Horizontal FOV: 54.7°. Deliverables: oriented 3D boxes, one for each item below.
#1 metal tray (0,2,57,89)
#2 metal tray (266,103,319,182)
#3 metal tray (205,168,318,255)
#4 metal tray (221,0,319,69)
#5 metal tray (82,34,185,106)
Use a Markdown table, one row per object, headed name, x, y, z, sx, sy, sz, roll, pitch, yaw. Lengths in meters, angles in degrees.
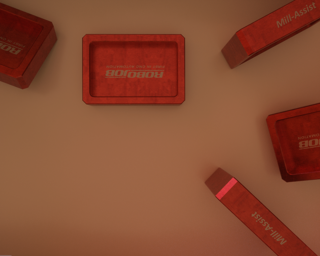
| name | x | y | z | sx | sy | sz | roll | pitch | yaw |
| --- | --- | --- | --- | --- | --- | --- | --- | --- | --- |
| metal tray | -0.211 | -0.113 | 0.389 | 0.131 | 0.030 | 0.090 | 21 | 67 | -1 |
| metal tray | 0.205 | 0.012 | 0.372 | 0.130 | 0.030 | 0.090 | -15 | 88 | 39 |
| metal tray | 0.118 | 0.109 | 0.380 | 0.130 | 0.090 | 0.030 | 43 | 90 | -1 |
| metal tray | 0.147 | -0.123 | 0.380 | 0.130 | 0.090 | 0.030 | -28 | 90 | 0 |
| metal tray | -0.033 | -0.075 | 0.408 | 0.131 | 0.030 | 0.089 | 0 | 90 | -1 |
